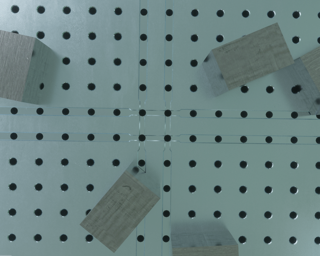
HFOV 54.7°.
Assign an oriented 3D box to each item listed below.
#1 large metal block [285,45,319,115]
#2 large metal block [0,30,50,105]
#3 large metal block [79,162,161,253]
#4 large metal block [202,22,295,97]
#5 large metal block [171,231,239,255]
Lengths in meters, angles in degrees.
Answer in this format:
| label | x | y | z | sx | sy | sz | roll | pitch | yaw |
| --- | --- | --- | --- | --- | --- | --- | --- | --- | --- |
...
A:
| label | x | y | z | sx | sy | sz | roll | pitch | yaw |
| --- | --- | --- | --- | --- | --- | --- | --- | --- | --- |
| large metal block | 0.226 | -0.071 | 0.404 | 0.080 | 0.050 | 0.080 | -29 | 90 | 0 |
| large metal block | -0.198 | -0.079 | 0.398 | 0.080 | 0.050 | 0.080 | 12 | 90 | -1 |
| large metal block | -0.045 | 0.093 | 0.385 | 0.050 | 0.080 | 0.080 | 40 | 90 | -1 |
| large metal block | 0.104 | -0.081 | 0.387 | 0.080 | 0.080 | 0.050 | -23 | 90 | 0 |
| large metal block | 0.057 | 0.184 | 0.402 | 0.081 | 0.050 | 0.079 | -3 | 90 | -1 |
